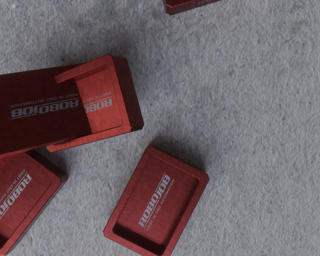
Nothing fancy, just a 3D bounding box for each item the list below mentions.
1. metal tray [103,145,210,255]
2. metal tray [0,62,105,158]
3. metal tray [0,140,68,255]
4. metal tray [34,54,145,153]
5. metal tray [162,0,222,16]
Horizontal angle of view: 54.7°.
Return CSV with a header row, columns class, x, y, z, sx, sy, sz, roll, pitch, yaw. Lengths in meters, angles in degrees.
class,x,y,z,sx,sy,sz,roll,pitch,yaw
metal tray,-0.005,0.098,0.407,0.090,0.030,0.130,27,90,-1
metal tray,-0.140,-0.024,0.378,0.131,0.030,0.090,-15,87,-25
metal tray,-0.197,0.090,0.404,0.090,0.030,0.130,38,90,-1
metal tray,-0.091,-0.027,0.378,0.130,0.030,0.089,-14,91,26
metal tray,0.059,-0.213,0.408,0.131,0.030,0.090,-17,90,-1
